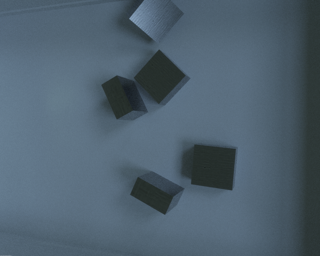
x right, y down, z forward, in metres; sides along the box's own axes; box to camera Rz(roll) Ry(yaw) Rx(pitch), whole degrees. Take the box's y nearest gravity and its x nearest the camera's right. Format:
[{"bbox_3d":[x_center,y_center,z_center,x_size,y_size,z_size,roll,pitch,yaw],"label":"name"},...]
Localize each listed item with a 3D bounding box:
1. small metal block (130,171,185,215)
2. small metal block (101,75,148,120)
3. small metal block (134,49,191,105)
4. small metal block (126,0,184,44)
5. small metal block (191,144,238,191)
[{"bbox_3d":[-0.002,0.082,0.397,0.050,0.050,0.025,26,99,18],"label":"small metal block"},{"bbox_3d":[-0.046,-0.039,0.412,0.025,0.050,0.050,-28,81,18],"label":"small metal block"},{"bbox_3d":[0.003,-0.066,0.409,0.050,0.025,0.050,-46,76,14],"label":"small metal block"},{"bbox_3d":[-0.007,-0.146,0.397,0.050,0.050,0.025,-47,33,14],"label":"small metal block"},{"bbox_3d":[0.068,0.047,0.386,0.050,0.025,0.050,5,92,19],"label":"small metal block"}]
